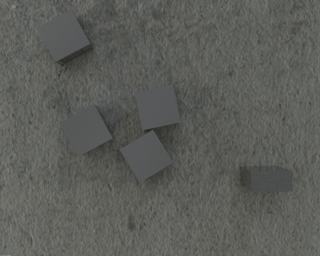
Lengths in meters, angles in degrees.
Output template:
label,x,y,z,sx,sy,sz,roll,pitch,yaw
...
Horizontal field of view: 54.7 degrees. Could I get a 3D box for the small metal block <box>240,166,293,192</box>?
label,x,y,z,sx,sy,sz,roll,pitch,yaw
small metal block,0.135,0.065,0.399,0.050,0.050,0.025,-1,90,-1

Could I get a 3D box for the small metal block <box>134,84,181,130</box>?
label,x,y,z,sx,sy,sz,roll,pitch,yaw
small metal block,-0.003,-0.027,0.410,0.050,0.025,0.050,-12,90,-1

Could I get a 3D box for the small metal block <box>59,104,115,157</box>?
label,x,y,z,sx,sy,sz,roll,pitch,yaw
small metal block,-0.095,0.003,0.409,0.050,0.025,0.050,-29,90,-1

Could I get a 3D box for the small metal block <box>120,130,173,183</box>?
label,x,y,z,sx,sy,sz,roll,pitch,yaw
small metal block,-0.017,0.036,0.410,0.050,0.025,0.050,-31,90,-1

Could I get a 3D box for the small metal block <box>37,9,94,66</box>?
label,x,y,z,sx,sy,sz,roll,pitch,yaw
small metal block,-0.124,-0.118,0.408,0.050,0.025,0.050,-28,90,-1
